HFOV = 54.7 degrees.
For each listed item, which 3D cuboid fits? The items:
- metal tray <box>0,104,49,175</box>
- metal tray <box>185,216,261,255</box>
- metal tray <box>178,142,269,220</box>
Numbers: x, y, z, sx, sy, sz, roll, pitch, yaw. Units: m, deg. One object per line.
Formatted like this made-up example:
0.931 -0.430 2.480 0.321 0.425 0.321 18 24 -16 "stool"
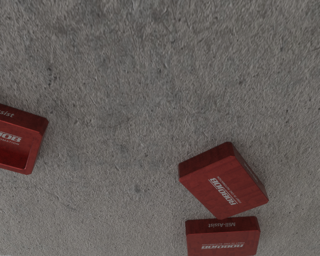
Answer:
-0.224 0.008 0.408 0.131 0.030 0.089 19 128 -16 "metal tray"
0.115 0.207 0.581 0.131 0.030 0.089 -4 130 3 "metal tray"
0.099 0.086 0.478 0.090 0.030 0.130 -28 125 21 "metal tray"
